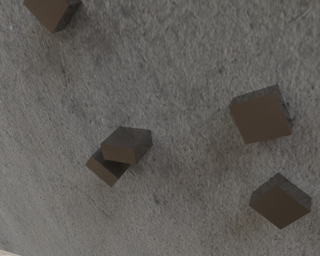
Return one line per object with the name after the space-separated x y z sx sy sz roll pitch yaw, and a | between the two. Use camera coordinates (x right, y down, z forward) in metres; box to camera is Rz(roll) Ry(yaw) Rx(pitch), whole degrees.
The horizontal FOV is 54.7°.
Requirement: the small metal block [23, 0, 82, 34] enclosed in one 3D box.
-0.132 -0.154 0.379 0.050 0.025 0.050 47 129 -6 | small metal block

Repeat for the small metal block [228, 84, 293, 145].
0.111 -0.014 0.339 0.050 0.025 0.050 -16 110 34 | small metal block

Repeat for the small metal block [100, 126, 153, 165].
-0.045 0.023 0.427 0.050 0.050 0.025 6 121 24 | small metal block

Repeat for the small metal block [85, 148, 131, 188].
-0.073 0.051 0.458 0.050 0.050 0.025 41 129 0 | small metal block

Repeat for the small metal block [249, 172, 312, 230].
0.149 0.091 0.385 0.050 0.025 0.050 38 129 2 | small metal block
